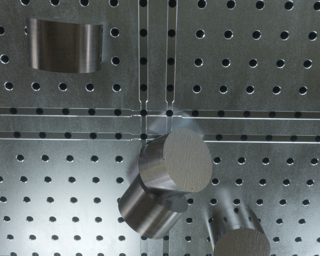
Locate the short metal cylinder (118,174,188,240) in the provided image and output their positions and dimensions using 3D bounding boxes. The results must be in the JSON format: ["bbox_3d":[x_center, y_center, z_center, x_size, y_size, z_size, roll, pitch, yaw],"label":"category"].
[{"bbox_3d":[-0.009,0.103,0.422,0.080,0.080,0.050,32,107,-11],"label":"short metal cylinder"}]

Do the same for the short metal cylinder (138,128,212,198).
[{"bbox_3d":[0.020,0.045,0.393,0.080,0.080,0.050,47,139,-15],"label":"short metal cylinder"}]

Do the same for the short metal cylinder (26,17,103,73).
[{"bbox_3d":[-0.106,-0.095,0.348,0.081,0.080,0.050,6,110,-2],"label":"short metal cylinder"}]

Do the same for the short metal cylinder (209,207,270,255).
[{"bbox_3d":[0.116,0.166,0.462,0.081,0.050,0.079,0,110,0],"label":"short metal cylinder"}]
